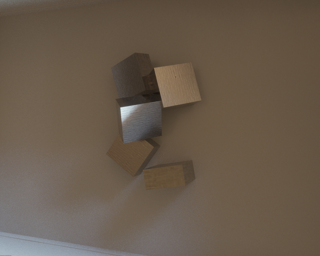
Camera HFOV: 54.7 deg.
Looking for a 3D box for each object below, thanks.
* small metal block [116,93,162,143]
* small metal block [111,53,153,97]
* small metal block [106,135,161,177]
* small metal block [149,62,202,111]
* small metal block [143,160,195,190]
[{"bbox_3d":[-0.026,-0.013,0.388,0.050,0.025,0.050,-11,122,-17],"label":"small metal block"},{"bbox_3d":[-0.034,-0.066,0.413,0.050,0.025,0.050,-20,83,41],"label":"small metal block"},{"bbox_3d":[-0.036,0.030,0.422,0.050,0.025,0.050,38,102,15],"label":"small metal block"},{"bbox_3d":[0.019,-0.052,0.390,0.050,0.025,0.050,-12,85,-17],"label":"small metal block"},{"bbox_3d":[0.013,0.059,0.392,0.050,0.050,0.025,-10,87,19],"label":"small metal block"}]
